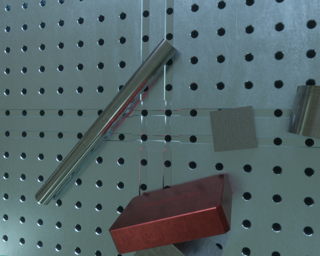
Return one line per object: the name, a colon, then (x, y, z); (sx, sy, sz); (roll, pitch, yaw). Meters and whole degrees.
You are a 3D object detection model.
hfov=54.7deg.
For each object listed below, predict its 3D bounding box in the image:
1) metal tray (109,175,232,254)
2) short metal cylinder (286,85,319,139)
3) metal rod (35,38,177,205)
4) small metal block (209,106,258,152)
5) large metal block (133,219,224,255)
metal tray: (0.017, 0.100, 0.367); (0.130, 0.090, 0.030); (-18, 98, 17)
short metal cylinder: (0.179, -0.011, 0.320); (0.080, 0.080, 0.050); (14, 95, 19)
metal rod: (-0.083, -0.001, 0.440); (0.025, 0.025, 0.299); (45, 103, 14)
small metal block: (0.091, 0.002, 0.380); (0.050, 0.025, 0.050); (-8, 88, 19)
large metal block: (0.024, 0.154, 0.374); (0.080, 0.080, 0.050); (37, 102, 16)
